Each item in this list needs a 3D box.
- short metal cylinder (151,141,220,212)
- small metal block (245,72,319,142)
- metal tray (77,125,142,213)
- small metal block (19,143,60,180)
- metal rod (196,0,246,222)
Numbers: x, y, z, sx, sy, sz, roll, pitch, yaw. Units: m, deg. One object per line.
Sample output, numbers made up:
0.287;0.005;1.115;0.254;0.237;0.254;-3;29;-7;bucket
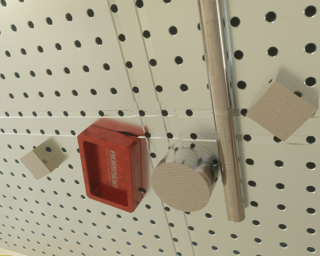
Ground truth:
0.035;0.065;0.416;0.080;0.050;0.079;13;124;20;short metal cylinder
0.129;-0.022;0.329;0.050;0.025;0.050;36;129;4;small metal block
-0.077;0.066;0.487;0.090;0.030;0.129;14;124;20;metal tray
-0.218;0.061;0.561;0.050;0.025;0.050;-27;104;37;small metal block
0.076;-0.009;0.364;0.025;0.025;0.298;1;119;27;metal rod
